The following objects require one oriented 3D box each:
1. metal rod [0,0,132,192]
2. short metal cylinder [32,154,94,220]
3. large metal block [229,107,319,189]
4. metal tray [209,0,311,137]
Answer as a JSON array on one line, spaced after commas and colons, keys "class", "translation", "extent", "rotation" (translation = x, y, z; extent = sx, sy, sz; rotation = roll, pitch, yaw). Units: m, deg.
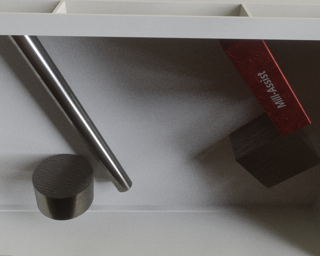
[{"class": "metal rod", "translation": [-0.106, -0.016, 0.393], "extent": [0.025, 0.025, 0.299], "rotation": [-16, 129, 12]}, {"class": "short metal cylinder", "translation": [-0.136, 0.083, 0.442], "extent": [0.081, 0.080, 0.050], "rotation": [6, 130, -5]}, {"class": "large metal block", "translation": [0.154, 0.027, 0.418], "extent": [0.080, 0.050, 0.080], "rotation": [-35, 122, 26]}, {"class": "metal tray", "translation": [0.101, -0.063, 0.314], "extent": [0.030, 0.090, 0.130], "rotation": [-30, 124, 23]}]
